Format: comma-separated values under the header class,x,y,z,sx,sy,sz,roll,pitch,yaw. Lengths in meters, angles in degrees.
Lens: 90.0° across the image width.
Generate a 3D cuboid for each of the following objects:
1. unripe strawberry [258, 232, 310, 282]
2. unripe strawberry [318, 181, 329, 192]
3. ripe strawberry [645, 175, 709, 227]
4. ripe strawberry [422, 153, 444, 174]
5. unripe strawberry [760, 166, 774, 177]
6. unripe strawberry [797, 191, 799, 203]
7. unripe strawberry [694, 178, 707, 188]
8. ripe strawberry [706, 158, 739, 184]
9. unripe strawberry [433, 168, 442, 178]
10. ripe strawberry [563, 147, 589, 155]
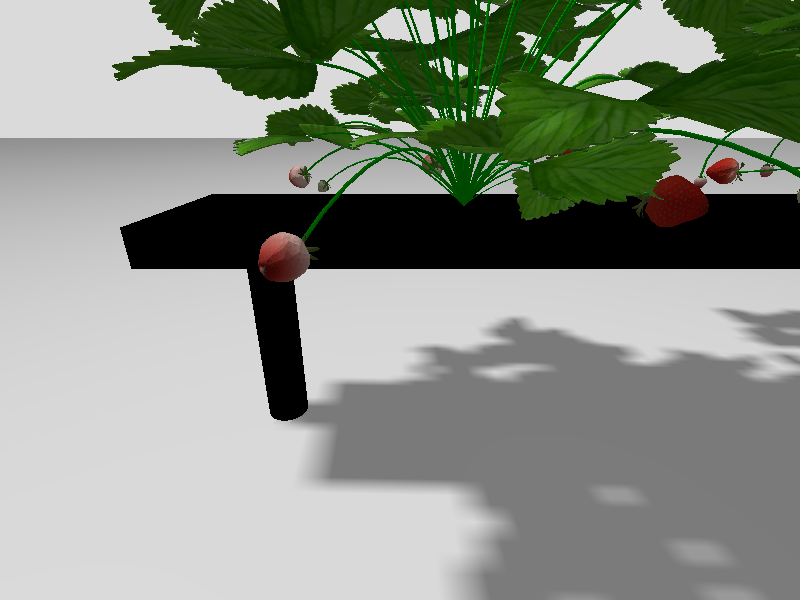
class,x,y,z,sx,sy,sz,roll,pitch,yaw
unripe strawberry,-0.051,-0.017,0.172,0.021,0.022,0.022,13,35,27
unripe strawberry,-0.079,-0.115,0.410,0.012,0.012,0.011,-26,6,35
ripe strawberry,0.186,-0.065,0.267,0.035,0.034,0.032,16,28,27
ripe strawberry,0.046,-0.190,0.557,0.032,0.028,0.033,-1,23,-2
unripe strawberry,0.461,-0.162,0.504,0.013,0.014,0.015,-6,24,-13
unripe strawberry,0.357,-0.091,0.354,0.010,0.012,0.012,13,24,-1
unripe strawberry,0.314,-0.122,0.418,0.011,0.011,0.011,10,25,21
ripe strawberry,0.372,-0.149,0.462,0.029,0.029,0.032,21,31,41
unripe strawberry,0.044,-0.150,0.471,0.010,0.011,0.011,-2,24,-4
ripe strawberry,0.191,-0.145,0.433,0.044,0.046,0.040,-17,29,-35
